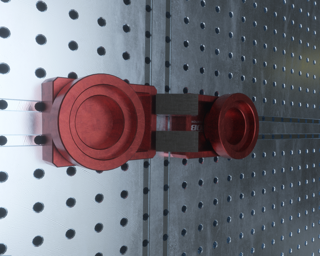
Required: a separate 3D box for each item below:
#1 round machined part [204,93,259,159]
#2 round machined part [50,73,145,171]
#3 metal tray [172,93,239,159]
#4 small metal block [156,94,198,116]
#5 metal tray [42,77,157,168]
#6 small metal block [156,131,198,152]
[{"bbox_3d":[0.104,-0.003,0.469,0.099,0.042,0.097,0,90,-40],"label":"round machined part"},{"bbox_3d":[-0.067,-0.006,0.325,0.099,0.042,0.097,0,90,-40],"label":"round machined part"},{"bbox_3d":[0.076,-0.002,0.470,0.131,0.030,0.089,1,90,-40],"label":"metal tray"},{"bbox_3d":[0.022,-0.028,0.393,0.050,0.050,0.025,1,90,4],"label":"small metal block"},{"bbox_3d":[-0.064,-0.007,0.354,0.131,0.030,0.089,-1,93,-40],"label":"metal tray"},{"bbox_3d":[0.022,0.016,0.392,0.050,0.050,0.025,1,90,4],"label":"small metal block"}]
